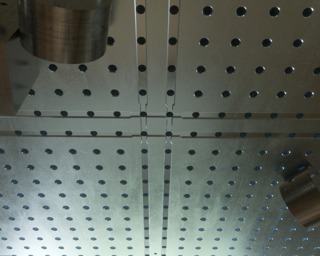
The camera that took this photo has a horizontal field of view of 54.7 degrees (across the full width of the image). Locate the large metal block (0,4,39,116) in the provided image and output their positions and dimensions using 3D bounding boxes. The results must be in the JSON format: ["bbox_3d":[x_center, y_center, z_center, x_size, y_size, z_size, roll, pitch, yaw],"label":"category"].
[{"bbox_3d":[-0.163,-0.071,0.313,0.050,0.080,0.079,8,130,-7],"label":"large metal block"}]

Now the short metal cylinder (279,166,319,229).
[{"bbox_3d":[0.227,0.104,0.466,0.080,0.080,0.050,33,123,-25],"label":"short metal cylinder"}]

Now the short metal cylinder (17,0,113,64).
[{"bbox_3d":[-0.088,-0.102,0.288,0.081,0.080,0.050,10,129,-9],"label":"short metal cylinder"}]
